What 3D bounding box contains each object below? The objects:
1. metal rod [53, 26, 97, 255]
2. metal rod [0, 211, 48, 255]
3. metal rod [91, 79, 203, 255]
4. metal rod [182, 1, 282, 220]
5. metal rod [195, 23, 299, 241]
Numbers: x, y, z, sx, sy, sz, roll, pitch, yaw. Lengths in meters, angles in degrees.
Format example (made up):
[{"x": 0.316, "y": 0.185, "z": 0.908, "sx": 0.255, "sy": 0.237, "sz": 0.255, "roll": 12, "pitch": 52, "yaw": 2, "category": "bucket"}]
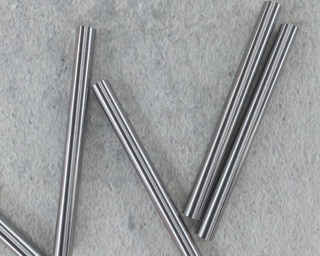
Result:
[{"x": -0.112, "y": 0.018, "z": 0.408, "sx": 0.025, "sy": 0.025, "sz": 0.298, "roll": 6, "pitch": 90, "yaw": -1, "category": "metal rod"}, {"x": -0.260, "y": 0.082, "z": 0.406, "sx": 0.300, "sy": 0.025, "sz": 0.025, "roll": 43, "pitch": 90, "yaw": -1, "category": "metal rod"}, {"x": -0.009, "y": 0.074, "z": 0.409, "sx": 0.025, "sy": 0.025, "sz": 0.299, "roll": -28, "pitch": 90, "yaw": 0, "category": "metal rod"}, {"x": 0.095, "y": -0.023, "z": 0.411, "sx": 0.025, "sy": 0.025, "sz": 0.299, "roll": 21, "pitch": 90, "yaw": -1, "category": "metal rod"}, {"x": 0.115, "y": 0.005, "z": 0.411, "sx": 0.025, "sy": 0.025, "sz": 0.299, "roll": 22, "pitch": 90, "yaw": -1, "category": "metal rod"}]
